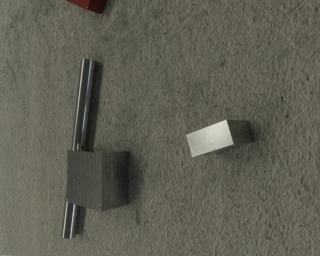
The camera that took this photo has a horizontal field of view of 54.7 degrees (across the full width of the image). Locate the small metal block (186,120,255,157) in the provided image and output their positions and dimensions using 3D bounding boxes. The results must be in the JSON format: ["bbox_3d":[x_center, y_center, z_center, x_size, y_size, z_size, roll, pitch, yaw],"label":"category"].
[{"bbox_3d":[0.065,0.011,0.333,0.050,0.050,0.025,-23,76,37],"label":"small metal block"}]

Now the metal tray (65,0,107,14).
[{"bbox_3d":[-0.109,-0.258,0.489,0.090,0.030,0.129,33,110,34],"label":"metal tray"}]

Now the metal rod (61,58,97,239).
[{"bbox_3d":[-0.135,0.037,0.513,0.025,0.025,0.298,14,99,39],"label":"metal rod"}]

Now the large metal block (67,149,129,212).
[{"bbox_3d":[-0.093,0.073,0.463,0.080,0.050,0.079,1,91,39],"label":"large metal block"}]
